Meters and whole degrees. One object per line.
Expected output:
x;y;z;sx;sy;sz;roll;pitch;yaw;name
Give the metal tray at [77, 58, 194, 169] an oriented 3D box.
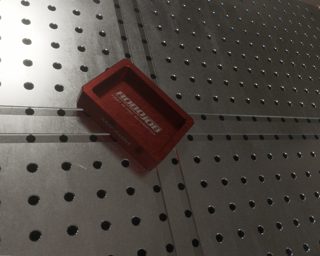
-0.029;-0.021;0.403;0.130;0.030;0.090;43;51;1;metal tray
